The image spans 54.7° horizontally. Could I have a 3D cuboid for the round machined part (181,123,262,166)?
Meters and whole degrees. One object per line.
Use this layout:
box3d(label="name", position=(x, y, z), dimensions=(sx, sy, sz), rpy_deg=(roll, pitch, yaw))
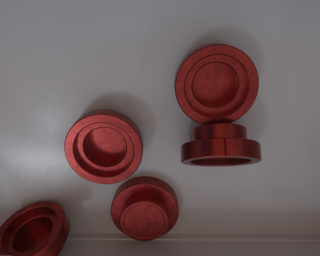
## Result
box3d(label="round machined part", position=(0.076, 0.022, 0.392), dimensions=(0.099, 0.098, 0.042), rpy_deg=(0, 76, -1))

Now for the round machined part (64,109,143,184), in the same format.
box3d(label="round machined part", position=(-0.071, 0.021, 0.409), dimensions=(0.099, 0.042, 0.097), rpy_deg=(0, 110, -1))

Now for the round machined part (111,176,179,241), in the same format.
box3d(label="round machined part", position=(-0.022, 0.123, 0.447), dimensions=(0.099, 0.042, 0.097), rpy_deg=(0, 110, -1))

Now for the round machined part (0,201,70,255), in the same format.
box3d(label="round machined part", position=(-0.172, 0.152, 0.428), dimensions=(0.099, 0.098, 0.042), rpy_deg=(-12, 124, 4))

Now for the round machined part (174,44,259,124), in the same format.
box3d(label="round machined part", position=(0.067, -0.055, 0.382), dimensions=(0.099, 0.042, 0.097), rpy_deg=(0, 109, 0))
